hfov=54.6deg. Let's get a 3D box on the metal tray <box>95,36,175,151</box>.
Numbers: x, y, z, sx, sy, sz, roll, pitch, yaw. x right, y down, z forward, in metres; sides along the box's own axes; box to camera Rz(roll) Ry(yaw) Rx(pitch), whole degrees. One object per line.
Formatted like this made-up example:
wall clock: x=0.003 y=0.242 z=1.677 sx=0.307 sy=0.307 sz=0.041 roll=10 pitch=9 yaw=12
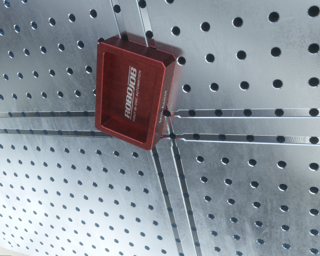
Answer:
metal tray: x=-0.037 y=-0.042 z=0.402 sx=0.090 sy=0.030 sz=0.129 roll=21 pitch=127 yaw=15
